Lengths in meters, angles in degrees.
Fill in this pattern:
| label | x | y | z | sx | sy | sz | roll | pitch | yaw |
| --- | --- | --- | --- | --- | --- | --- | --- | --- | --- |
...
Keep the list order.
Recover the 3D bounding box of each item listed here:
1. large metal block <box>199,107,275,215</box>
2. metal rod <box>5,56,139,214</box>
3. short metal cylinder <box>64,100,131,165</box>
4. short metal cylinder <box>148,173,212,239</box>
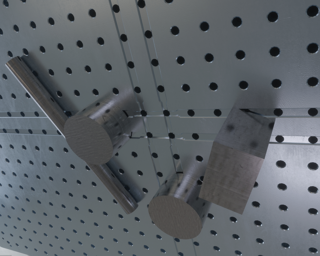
| label | x | y | z | sx | sy | sz | roll | pitch | yaw |
| --- | --- | --- | --- | --- | --- | --- | --- | --- | --- |
| large metal block | 0.088 | 0.035 | 0.351 | 0.050 | 0.080 | 0.079 | 20 | 126 | 16 |
| metal rod | -0.134 | 0.018 | 0.492 | 0.025 | 0.025 | 0.299 | -28 | 103 | 37 |
| short metal cylinder | -0.089 | 0.006 | 0.446 | 0.080 | 0.050 | 0.079 | 13 | 124 | 21 |
| short metal cylinder | 0.030 | 0.113 | 0.449 | 0.080 | 0.050 | 0.079 | 13 | 124 | 20 |
